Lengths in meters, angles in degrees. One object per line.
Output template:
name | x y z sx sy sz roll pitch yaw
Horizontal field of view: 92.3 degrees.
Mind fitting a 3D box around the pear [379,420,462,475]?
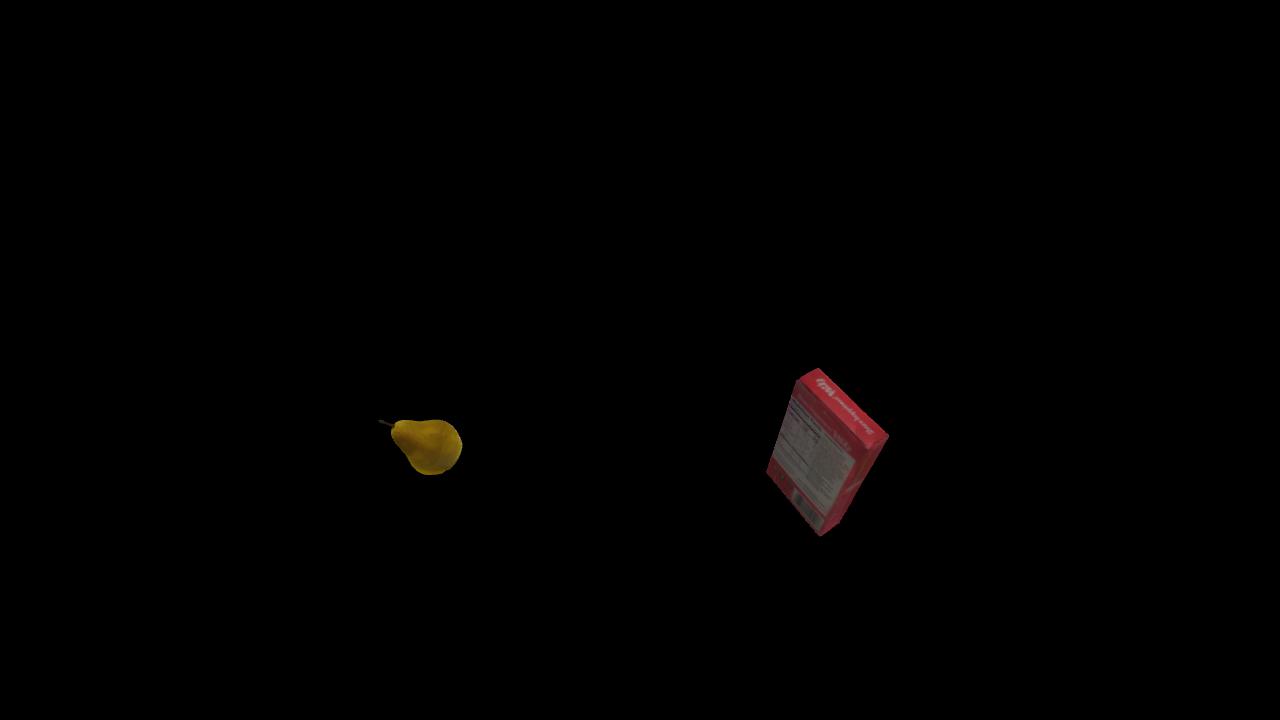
pear | -0.294 0.107 0.824 0.080 0.080 0.111 0 -27 37

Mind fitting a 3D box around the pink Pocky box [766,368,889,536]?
pink Pocky box | 0.162 0.087 0.555 0.029 0.155 0.084 -24 53 -21
